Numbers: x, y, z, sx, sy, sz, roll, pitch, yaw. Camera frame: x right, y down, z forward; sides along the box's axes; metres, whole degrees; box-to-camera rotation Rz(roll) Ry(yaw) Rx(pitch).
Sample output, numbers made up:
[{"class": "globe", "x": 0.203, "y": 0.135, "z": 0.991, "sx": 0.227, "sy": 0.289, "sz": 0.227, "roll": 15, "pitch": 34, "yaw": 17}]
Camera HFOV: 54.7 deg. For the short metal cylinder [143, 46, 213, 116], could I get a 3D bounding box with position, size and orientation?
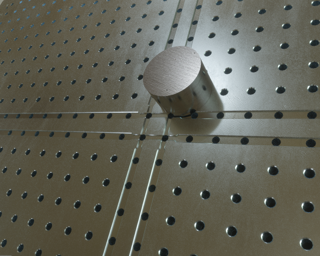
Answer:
[{"class": "short metal cylinder", "x": 0.024, "y": -0.063, "z": 0.417, "sx": 0.080, "sy": 0.050, "sz": 0.080, "roll": -13, "pitch": 56, "yaw": 21}]
